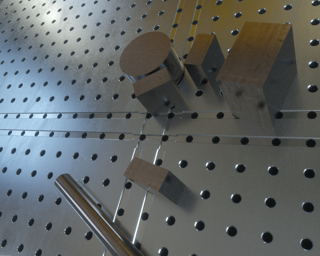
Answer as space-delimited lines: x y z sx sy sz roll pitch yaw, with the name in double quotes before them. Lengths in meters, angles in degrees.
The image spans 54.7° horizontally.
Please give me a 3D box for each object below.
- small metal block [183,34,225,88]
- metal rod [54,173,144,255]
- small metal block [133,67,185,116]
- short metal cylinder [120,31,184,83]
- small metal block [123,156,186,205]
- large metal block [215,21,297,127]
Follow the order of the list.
"small metal block" 0.061 -0.089 0.414 0.025 0.050 0.050 13 68 33
"metal rod" -0.036 0.139 0.340 0.300 0.025 0.025 33 80 38
"small metal block" -0.001 -0.048 0.421 0.050 0.050 0.025 -24 53 13
"short metal cylinder" -0.012 -0.094 0.454 0.080 0.050 0.080 -13 56 20
"small metal block" -0.005 0.061 0.357 0.050 0.050 0.025 17 71 34
"large metal block" 0.113 -0.060 0.350 0.050 0.080 0.080 18 71 35
